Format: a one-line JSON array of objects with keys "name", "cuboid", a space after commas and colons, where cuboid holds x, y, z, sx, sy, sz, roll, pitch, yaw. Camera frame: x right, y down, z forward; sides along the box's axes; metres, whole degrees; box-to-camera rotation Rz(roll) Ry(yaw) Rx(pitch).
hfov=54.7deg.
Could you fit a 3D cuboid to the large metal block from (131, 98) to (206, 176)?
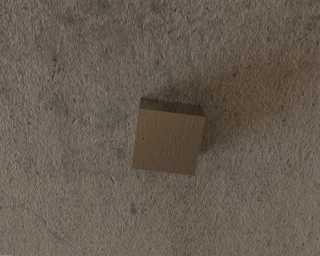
[{"name": "large metal block", "cuboid": [0.009, 0.010, 0.402, 0.081, 0.050, 0.079, 7, 110, -3]}]
